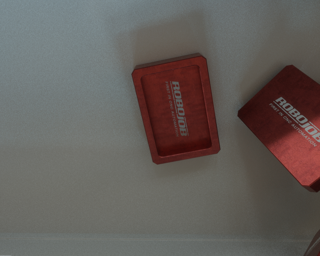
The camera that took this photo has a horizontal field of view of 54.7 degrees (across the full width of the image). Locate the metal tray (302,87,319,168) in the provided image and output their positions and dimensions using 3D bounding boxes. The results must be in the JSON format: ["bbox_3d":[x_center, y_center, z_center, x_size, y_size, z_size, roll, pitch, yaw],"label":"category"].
[{"bbox_3d":[0.229,0.011,0.368,0.091,0.130,0.030,-1,152,0],"label":"metal tray"}]

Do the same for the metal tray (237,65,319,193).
[{"bbox_3d":[0.162,-0.004,0.357,0.090,0.130,0.030,-45,136,15],"label":"metal tray"}]

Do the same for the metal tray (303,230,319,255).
[{"bbox_3d":[0.191,0.140,0.350,0.030,0.090,0.129,32,149,27],"label":"metal tray"}]

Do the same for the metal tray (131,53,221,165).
[{"bbox_3d":[0.022,-0.023,0.400,0.090,0.030,0.129,-11,110,4],"label":"metal tray"}]
